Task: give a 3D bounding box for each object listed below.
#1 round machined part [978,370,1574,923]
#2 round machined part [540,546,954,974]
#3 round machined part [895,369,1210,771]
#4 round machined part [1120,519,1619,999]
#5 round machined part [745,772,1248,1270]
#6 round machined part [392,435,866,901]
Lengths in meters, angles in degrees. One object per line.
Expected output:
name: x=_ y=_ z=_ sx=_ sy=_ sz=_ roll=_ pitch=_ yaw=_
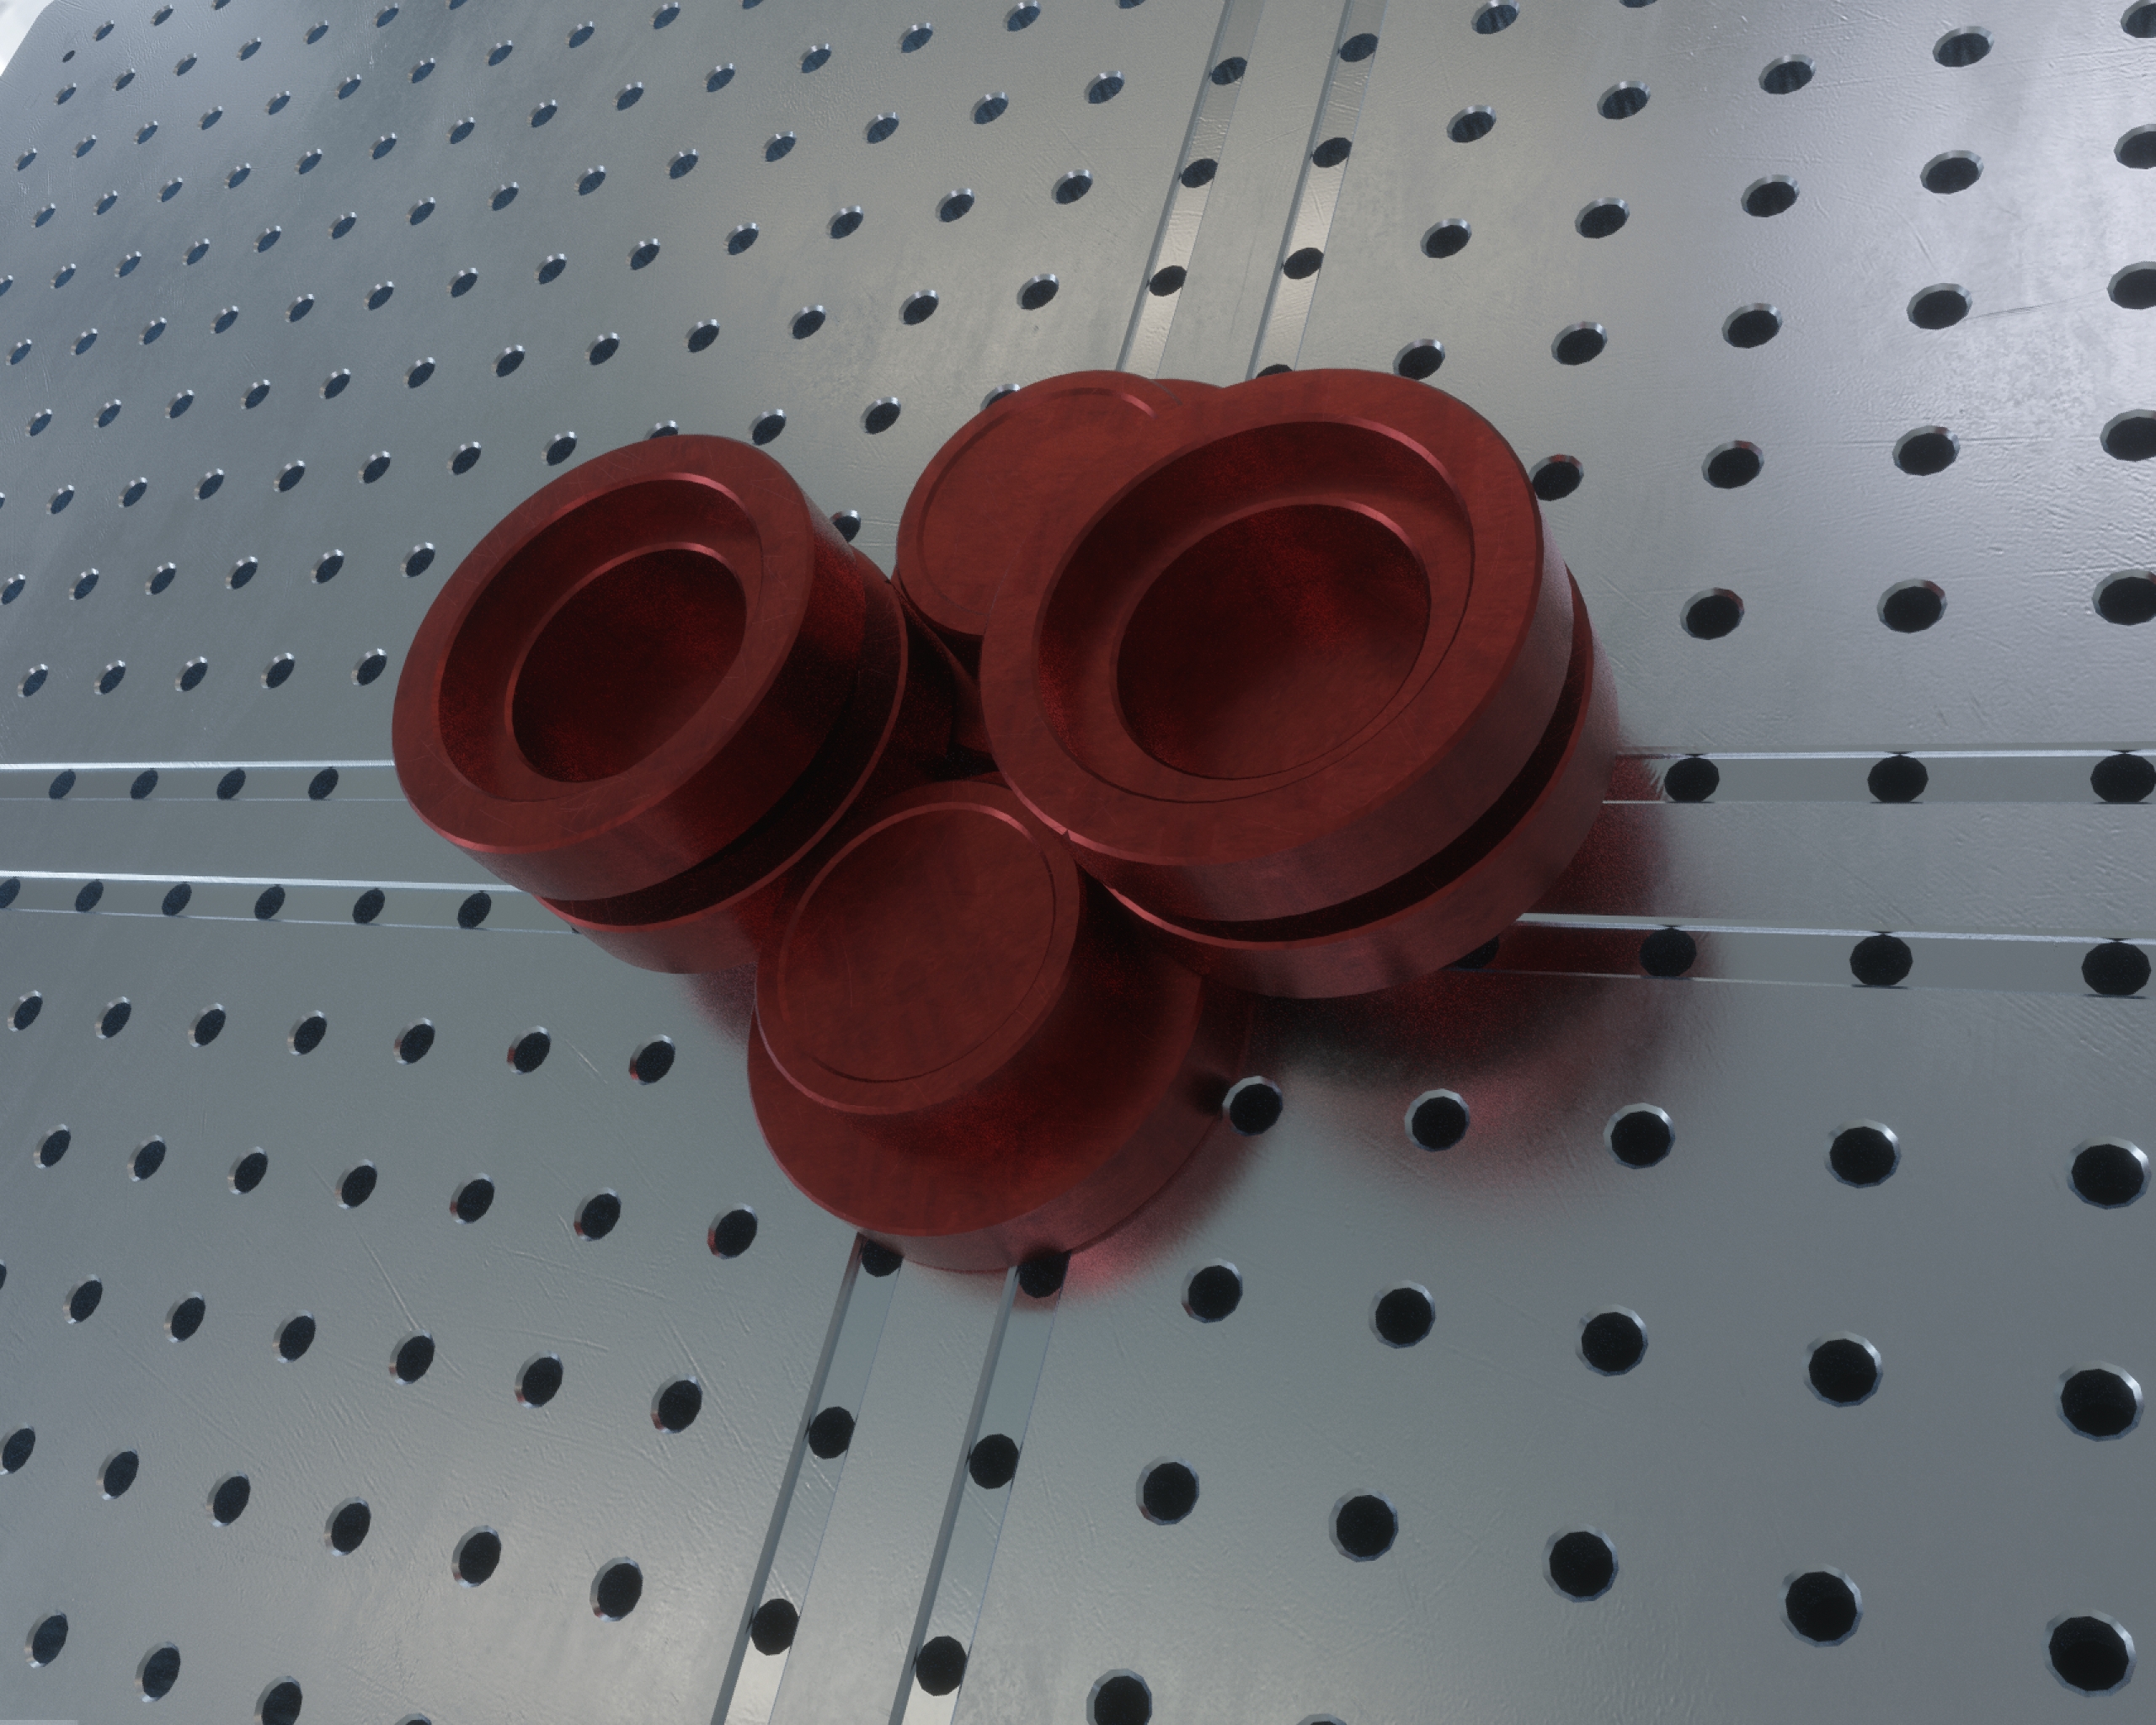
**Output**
round machined part: x=0.036 y=-0.033 z=0.357 sx=0.098 sy=0.042 sz=0.098 roll=-13 pitch=56 yaw=21
round machined part: x=-0.070 y=-0.020 z=0.447 sx=0.098 sy=0.042 sz=0.098 roll=-13 pitch=56 yaw=21
round machined part: x=0.002 y=-0.063 z=0.436 sx=0.098 sy=0.042 sz=0.098 roll=-13 pitch=56 yaw=21
round machined part: x=0.050 y=-0.019 z=0.383 sx=0.098 sy=0.042 sz=0.098 roll=-13 pitch=56 yaw=21
round machined part: x=-0.021 y=0.023 z=0.394 sx=0.098 sy=0.042 sz=0.098 roll=-13 pitch=56 yaw=21
round machined part: x=-0.086 y=-0.035 z=0.423 sx=0.098 sy=0.042 sz=0.098 roll=-13 pitch=56 yaw=21
